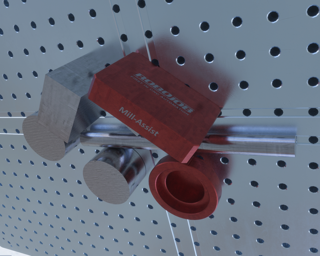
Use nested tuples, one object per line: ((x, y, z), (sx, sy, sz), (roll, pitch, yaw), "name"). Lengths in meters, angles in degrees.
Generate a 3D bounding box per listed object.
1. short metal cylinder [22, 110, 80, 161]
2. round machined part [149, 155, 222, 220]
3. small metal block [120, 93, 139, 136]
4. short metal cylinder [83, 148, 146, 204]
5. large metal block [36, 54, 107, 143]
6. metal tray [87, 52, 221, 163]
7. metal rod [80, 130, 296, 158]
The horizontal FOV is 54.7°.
((-0.164, 0.005, 0.484), (0.080, 0.050, 0.079), (13, 124, 21), "short metal cylinder")
((0.037, 0.075, 0.427), (0.098, 0.042, 0.097), (13, 124, 21), "round machined part")
((-0.030, -0.025, 0.412), (0.050, 0.025, 0.050), (43, 129, -2), "small metal block")
((-0.069, 0.069, 0.474), (0.080, 0.050, 0.079), (13, 124, 21), "short metal cylinder")
((-0.109, -0.040, 0.409), (0.050, 0.080, 0.079), (33, 129, 6), "large metal block")
((-0.003, -0.028, 0.353), (0.130, 0.090, 0.030), (35, 129, 5), "metal tray")
((0.017, 0.018, 0.413), (0.300, 0.025, 0.025), (1, 119, 27), "metal rod")
